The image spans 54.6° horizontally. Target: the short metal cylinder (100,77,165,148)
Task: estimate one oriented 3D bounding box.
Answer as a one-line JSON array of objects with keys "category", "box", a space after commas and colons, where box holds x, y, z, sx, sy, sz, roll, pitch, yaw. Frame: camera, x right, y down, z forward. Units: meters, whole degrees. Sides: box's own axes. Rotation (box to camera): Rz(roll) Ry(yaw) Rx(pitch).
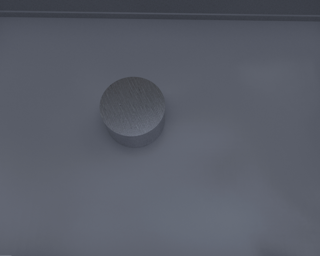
[{"category": "short metal cylinder", "box": [-0.034, -0.019, 0.403, 0.080, 0.050, 0.080, 0, 70, 0]}]
